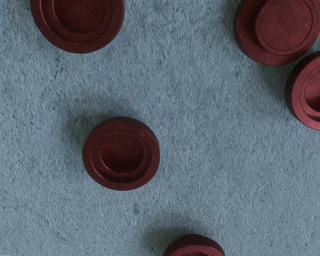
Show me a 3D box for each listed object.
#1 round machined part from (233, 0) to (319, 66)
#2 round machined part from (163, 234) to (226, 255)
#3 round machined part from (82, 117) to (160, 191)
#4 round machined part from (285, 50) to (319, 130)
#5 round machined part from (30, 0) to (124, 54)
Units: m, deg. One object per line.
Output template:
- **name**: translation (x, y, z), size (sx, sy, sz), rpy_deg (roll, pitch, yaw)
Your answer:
- **round machined part**: translation (0.139, -0.120, 0.357), size (0.099, 0.042, 0.097), rpy_deg (0, 110, 0)
- **round machined part**: translation (0.052, 0.204, 0.476), size (0.099, 0.042, 0.097), rpy_deg (0, 110, 0)
- **round machined part**: translation (-0.049, 0.031, 0.411), size (0.099, 0.042, 0.097), rpy_deg (0, 110, 0)
- **round machined part**: translation (0.204, -0.049, 0.384), size (0.099, 0.042, 0.097), rpy_deg (0, 110, 0)
- **round machined part**: translation (-0.089, -0.136, 0.350), size (0.099, 0.042, 0.097), rpy_deg (0, 110, 0)
